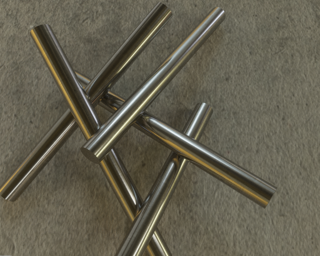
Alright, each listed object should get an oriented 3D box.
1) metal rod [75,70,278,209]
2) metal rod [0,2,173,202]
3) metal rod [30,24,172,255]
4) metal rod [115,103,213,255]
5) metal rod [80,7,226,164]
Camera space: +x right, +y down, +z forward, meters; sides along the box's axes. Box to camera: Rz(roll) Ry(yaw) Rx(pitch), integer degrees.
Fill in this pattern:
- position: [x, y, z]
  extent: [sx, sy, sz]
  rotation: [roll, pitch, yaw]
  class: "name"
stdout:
- position: [-0.006, 0.000, 0.372]
  extent: [0.300, 0.025, 0.025]
  rotation: [31, 72, 24]
  class: "metal rod"
- position: [-0.090, -0.033, 0.382]
  extent: [0.025, 0.025, 0.300]
  rotation: [40, 88, 13]
  class: "metal rod"
- position: [-0.067, 0.019, 0.355]
  extent: [0.025, 0.025, 0.299]
  rotation: [-28, 90, -10]
  class: "metal rod"
- position: [-0.005, 0.084, 0.340]
  extent: [0.025, 0.025, 0.301]
  rotation: [26, 58, 8]
  class: "metal rod"
- position: [0.008, -0.072, 0.396]
  extent: [0.025, 0.025, 0.301]
  rotation: [32, 58, 11]
  class: "metal rod"
